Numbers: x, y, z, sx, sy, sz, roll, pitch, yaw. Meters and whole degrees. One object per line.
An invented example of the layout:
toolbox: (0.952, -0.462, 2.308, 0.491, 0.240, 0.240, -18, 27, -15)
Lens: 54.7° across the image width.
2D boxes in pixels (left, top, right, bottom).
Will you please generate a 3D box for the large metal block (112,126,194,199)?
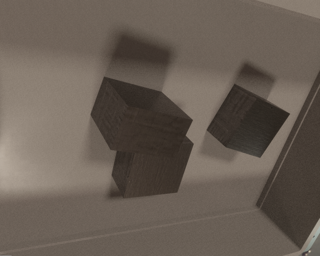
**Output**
large metal block: (-0.012, 0.043, 0.414, 0.081, 0.050, 0.079, 1, 118, -29)

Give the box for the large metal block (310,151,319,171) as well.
large metal block: (0.375, 0.063, 0.644, 0.081, 0.050, 0.080, 18, 109, -36)

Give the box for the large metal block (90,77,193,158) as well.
large metal block: (-0.024, -0.012, 0.354, 0.081, 0.080, 0.050, 11, 113, -33)

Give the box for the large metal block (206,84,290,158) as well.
large metal block: (0.131, -0.009, 0.461, 0.081, 0.050, 0.080, 17, 109, -36)
